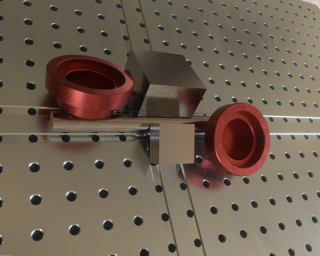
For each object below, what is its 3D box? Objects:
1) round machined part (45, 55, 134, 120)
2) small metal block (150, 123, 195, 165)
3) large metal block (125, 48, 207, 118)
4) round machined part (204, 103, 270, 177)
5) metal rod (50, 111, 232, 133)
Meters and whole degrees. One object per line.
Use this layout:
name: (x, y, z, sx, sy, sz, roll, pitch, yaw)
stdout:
round machined part: (-0.083, -0.046, 0.364, 0.099, 0.042, 0.098, 14, 31, -8)
small metal block: (0.016, 0.019, 0.392, 0.050, 0.025, 0.050, 1, 90, -28)
large metal block: (0.003, -0.060, 0.415, 0.081, 0.050, 0.080, 1, 43, -28)
round machined part: (0.101, 0.016, 0.426, 0.099, 0.042, 0.097, 2, 86, -28)
metal rod: (0.012, -0.006, 0.419, 0.303, 0.025, 0.025, 0, 62, -28)
